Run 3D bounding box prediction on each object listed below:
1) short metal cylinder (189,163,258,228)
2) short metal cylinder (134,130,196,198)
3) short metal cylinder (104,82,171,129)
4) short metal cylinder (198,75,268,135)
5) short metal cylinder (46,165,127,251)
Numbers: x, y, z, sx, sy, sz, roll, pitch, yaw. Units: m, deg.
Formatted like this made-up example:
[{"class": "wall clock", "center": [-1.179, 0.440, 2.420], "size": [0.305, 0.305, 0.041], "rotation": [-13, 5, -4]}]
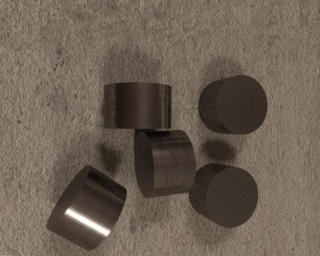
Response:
[{"class": "short metal cylinder", "center": [0.087, 0.091, 0.430], "size": [0.081, 0.050, 0.079], "rotation": [0, 90, -21]}, {"class": "short metal cylinder", "center": [0.003, 0.043, 0.382], "size": [0.050, 0.080, 0.079], "rotation": [-3, 91, -20]}, {"class": "short metal cylinder", "center": [-0.026, -0.024, 0.371], "size": [0.081, 0.080, 0.050], "rotation": [0, 90, -20]}, {"class": "short metal cylinder", "center": [0.102, -0.031, 0.435], "size": [0.081, 0.050, 0.079], "rotation": [0, 90, -21]}, {"class": "short metal cylinder", "center": [-0.082, 0.089, 0.350], "size": [0.050, 0.080, 0.080], "rotation": [37, 78, -17]}]
